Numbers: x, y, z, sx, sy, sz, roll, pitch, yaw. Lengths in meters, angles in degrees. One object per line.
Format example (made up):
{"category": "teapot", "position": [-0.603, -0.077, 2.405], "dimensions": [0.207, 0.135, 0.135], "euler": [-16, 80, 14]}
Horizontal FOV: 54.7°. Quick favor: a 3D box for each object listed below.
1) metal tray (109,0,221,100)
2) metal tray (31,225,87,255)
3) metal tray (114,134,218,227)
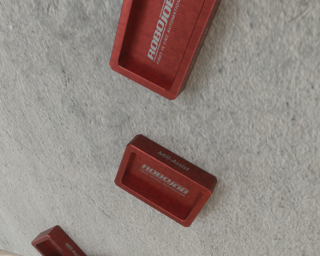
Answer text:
{"category": "metal tray", "position": [0.002, -0.105, 0.336], "dimensions": [0.090, 0.030, 0.129], "euler": [29, 128, 9]}
{"category": "metal tray", "position": [-0.214, 0.282, 0.687], "dimensions": [0.090, 0.030, 0.130], "euler": [-32, 101, 38]}
{"category": "metal tray", "position": [0.005, 0.077, 0.447], "dimensions": [0.130, 0.030, 0.089], "euler": [29, 128, 9]}
